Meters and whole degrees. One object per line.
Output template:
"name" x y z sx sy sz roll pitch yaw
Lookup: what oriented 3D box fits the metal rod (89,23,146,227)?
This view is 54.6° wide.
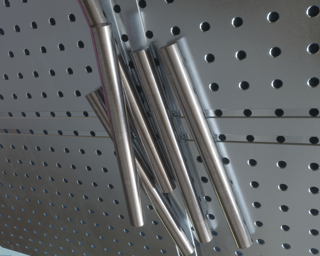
"metal rod" -0.050 0.016 0.414 0.025 0.025 0.298 8 122 24

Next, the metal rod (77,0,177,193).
"metal rod" -0.040 -0.041 0.407 0.025 0.025 0.299 -8 114 32

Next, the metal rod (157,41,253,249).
"metal rod" 0.065 0.036 0.399 0.025 0.025 0.299 -11 113 33

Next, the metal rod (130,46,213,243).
"metal rod" 0.023 0.038 0.422 0.025 0.025 0.299 -6 116 31

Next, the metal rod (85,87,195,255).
"metal rod" -0.024 0.075 0.470 0.025 0.025 0.299 -18 109 35
